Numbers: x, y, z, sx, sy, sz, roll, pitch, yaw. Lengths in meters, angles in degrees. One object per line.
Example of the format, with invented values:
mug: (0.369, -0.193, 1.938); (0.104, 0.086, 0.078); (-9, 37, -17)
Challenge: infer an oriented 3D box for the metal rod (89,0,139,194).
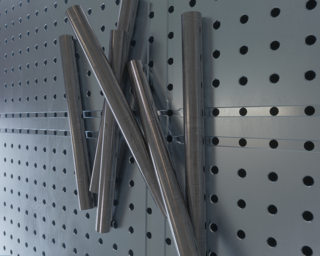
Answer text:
metal rod: (-0.071, -0.045, 0.469); (0.025, 0.025, 0.298); (19, 102, 38)

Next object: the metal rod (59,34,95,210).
metal rod: (-0.142, -0.014, 0.528); (0.025, 0.025, 0.299); (-15, 80, 39)

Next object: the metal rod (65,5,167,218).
metal rod: (-0.051, -0.025, 0.410); (0.025, 0.025, 0.299); (-29, 85, 36)

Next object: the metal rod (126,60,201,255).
metal rod: (0.003, 0.043, 0.385); (0.025, 0.025, 0.299); (-33, 63, 35)

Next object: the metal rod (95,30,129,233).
metal rod: (-0.072, 0.012, 0.454); (0.025, 0.025, 0.298); (16, 105, 39)

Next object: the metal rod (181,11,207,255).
metal rod: (0.041, 0.011, 0.375); (0.025, 0.025, 0.298); (-2, 89, 40)
